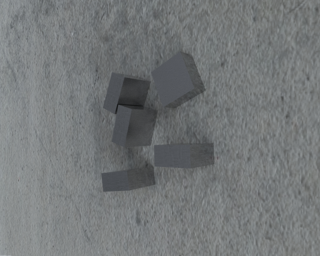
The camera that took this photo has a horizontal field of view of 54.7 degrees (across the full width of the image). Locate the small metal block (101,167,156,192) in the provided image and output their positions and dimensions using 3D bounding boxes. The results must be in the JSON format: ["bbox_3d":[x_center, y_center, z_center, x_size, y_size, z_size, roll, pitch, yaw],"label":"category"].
[{"bbox_3d":[-0.043,0.070,0.422,0.050,0.050,0.025,-12,83,39],"label":"small metal block"}]

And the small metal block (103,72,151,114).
[{"bbox_3d":[-0.045,-0.046,0.423,0.025,0.050,0.050,27,107,36],"label":"small metal block"}]

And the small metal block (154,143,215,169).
[{"bbox_3d":[0.029,0.031,0.363,0.050,0.050,0.025,-3,88,39],"label":"small metal block"}]

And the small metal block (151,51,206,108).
[{"bbox_3d":[0.022,-0.058,0.385,0.050,0.025,0.050,-29,72,36],"label":"small metal block"}]

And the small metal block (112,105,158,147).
[{"bbox_3d":[-0.033,-0.003,0.414,0.025,0.050,0.050,19,102,38],"label":"small metal block"}]
